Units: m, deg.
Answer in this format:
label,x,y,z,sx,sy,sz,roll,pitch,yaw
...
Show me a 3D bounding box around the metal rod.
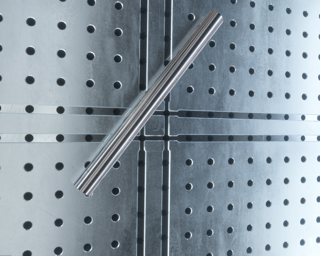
label,x,y,z,sx,sy,sz,roll,pitch,yaw
metal rod,-0.008,-0.041,0.410,0.025,0.025,0.300,40,77,-16
